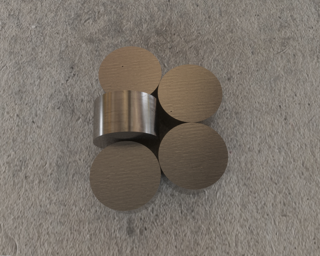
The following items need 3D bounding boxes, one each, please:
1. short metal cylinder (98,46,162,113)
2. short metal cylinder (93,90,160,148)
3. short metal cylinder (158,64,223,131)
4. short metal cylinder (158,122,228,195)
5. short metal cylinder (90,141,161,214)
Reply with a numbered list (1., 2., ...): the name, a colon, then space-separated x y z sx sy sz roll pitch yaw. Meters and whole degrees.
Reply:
1. short metal cylinder: -0.038 -0.062 0.418 0.080 0.050 0.080 0 70 1
2. short metal cylinder: -0.041 -0.006 0.382 0.081 0.080 0.050 -3 70 -1
3. short metal cylinder: 0.038 -0.036 0.409 0.081 0.050 0.080 0 71 0
4. short metal cylinder: 0.039 0.039 0.381 0.080 0.050 0.080 0 70 1
5. short metal cylinder: -0.039 0.061 0.373 0.080 0.050 0.080 0 70 1
